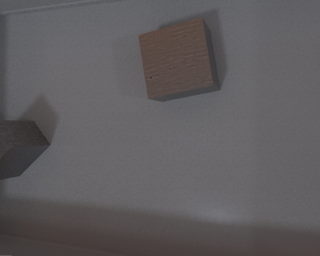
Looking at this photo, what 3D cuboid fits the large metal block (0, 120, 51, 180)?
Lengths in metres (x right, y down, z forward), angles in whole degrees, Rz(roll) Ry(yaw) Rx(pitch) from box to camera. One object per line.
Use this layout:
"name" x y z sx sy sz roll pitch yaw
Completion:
"large metal block" -0.228 0.034 0.460 0.080 0.080 0.050 -42 77 15

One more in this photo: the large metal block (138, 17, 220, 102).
"large metal block" 0.025 -0.081 0.388 0.080 0.050 0.080 -10 87 19
